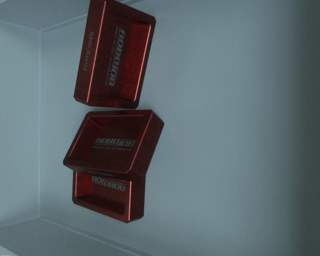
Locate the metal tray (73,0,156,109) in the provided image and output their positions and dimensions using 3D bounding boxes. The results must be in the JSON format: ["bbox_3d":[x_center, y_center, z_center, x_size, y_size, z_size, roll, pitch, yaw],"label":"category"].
[{"bbox_3d":[-0.058,-0.093,0.409,0.030,0.091,0.129,21,103,38],"label":"metal tray"}]

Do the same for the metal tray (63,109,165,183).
[{"bbox_3d":[-0.066,0.021,0.425,0.130,0.030,0.090,1,60,37],"label":"metal tray"}]

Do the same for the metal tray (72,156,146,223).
[{"bbox_3d":[-0.080,0.081,0.466,0.130,0.030,0.089,5,93,39],"label":"metal tray"}]
